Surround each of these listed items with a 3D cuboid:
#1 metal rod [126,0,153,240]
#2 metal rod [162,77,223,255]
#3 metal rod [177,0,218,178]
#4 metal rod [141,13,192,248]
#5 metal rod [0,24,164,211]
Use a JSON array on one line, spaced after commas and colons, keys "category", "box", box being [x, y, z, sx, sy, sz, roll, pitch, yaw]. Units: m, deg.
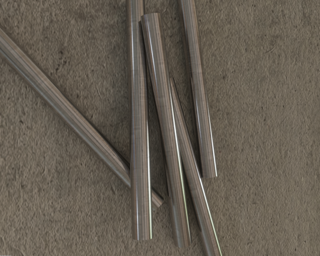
[{"category": "metal rod", "box": [-0.026, -0.019, 0.381, 0.025, 0.025, 0.298, 0, 84, -20]}, {"category": "metal rod", "box": [0.047, 0.079, 0.426, 0.025, 0.025, 0.298, -18, 96, -19]}, {"category": "metal rod", "box": [0.049, -0.080, 0.426, 0.025, 0.025, 0.298, -9, 93, -20]}, {"category": "metal rod", "box": [0.010, 0.010, 0.396, 0.025, 0.025, 0.298, -12, 100, -20]}, {"category": "metal rod", "box": [-0.101, -0.010, 0.371, 0.025, 0.025, 0.300, -45, 104, -14]}]
